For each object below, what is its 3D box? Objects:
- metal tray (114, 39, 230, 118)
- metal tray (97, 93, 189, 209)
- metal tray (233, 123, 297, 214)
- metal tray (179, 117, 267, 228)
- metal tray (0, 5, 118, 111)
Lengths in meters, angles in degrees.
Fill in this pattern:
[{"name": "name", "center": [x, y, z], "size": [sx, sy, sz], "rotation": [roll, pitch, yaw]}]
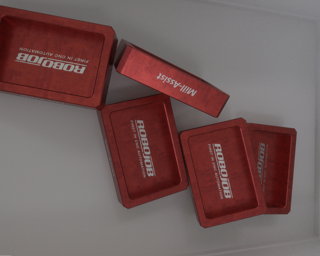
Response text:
[{"name": "metal tray", "center": [0.010, -0.062, 0.376], "size": [0.131, 0.090, 0.030], "rotation": [23, 104, -19]}, {"name": "metal tray", "center": [-0.021, 0.027, 0.399], "size": [0.091, 0.030, 0.129], "rotation": [-14, 95, -20]}, {"name": "metal tray", "center": [0.154, 0.061, 0.464], "size": [0.091, 0.030, 0.129], "rotation": [6, 88, -20]}, {"name": "metal tray", "center": [0.082, 0.058, 0.417], "size": [0.091, 0.030, 0.129], "rotation": [-13, 89, -3]}, {"name": "metal tray", "center": [-0.120, -0.075, 0.341], "size": [0.131, 0.030, 0.090], "rotation": [11, 86, -1]}]
